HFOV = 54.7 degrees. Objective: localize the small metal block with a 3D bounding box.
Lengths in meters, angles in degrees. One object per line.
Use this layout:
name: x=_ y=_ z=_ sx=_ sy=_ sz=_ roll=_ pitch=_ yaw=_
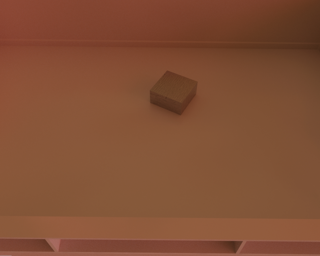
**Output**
small metal block: x=0.020 y=-0.052 z=0.449 sx=0.050 sy=0.025 sz=0.050 roll=24 pitch=54 yaw=18
